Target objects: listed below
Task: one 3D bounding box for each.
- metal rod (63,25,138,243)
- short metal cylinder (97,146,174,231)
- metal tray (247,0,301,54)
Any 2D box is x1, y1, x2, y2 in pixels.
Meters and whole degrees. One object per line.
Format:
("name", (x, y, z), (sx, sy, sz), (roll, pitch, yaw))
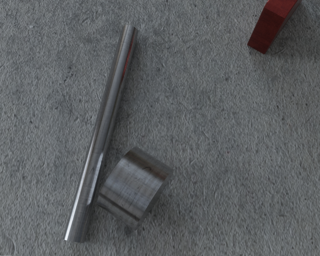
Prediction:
("metal rod", (-0.072, -0.007, 0.409), (0.025, 0.025, 0.299), (10, 70, 3))
("short metal cylinder", (-0.027, 0.068, 0.354), (0.050, 0.080, 0.080), (31, 73, 10))
("metal tray", (0.180, -0.179, 0.441), (0.030, 0.090, 0.130), (34, 73, 11))
